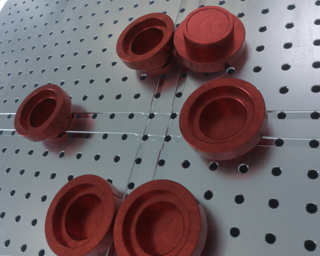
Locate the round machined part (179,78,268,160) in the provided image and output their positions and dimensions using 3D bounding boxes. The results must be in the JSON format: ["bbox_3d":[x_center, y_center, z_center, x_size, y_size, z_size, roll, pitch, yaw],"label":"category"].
[{"bbox_3d":[0.075,-0.007,0.363,0.098,0.042,0.098,-13,56,21],"label":"round machined part"}]

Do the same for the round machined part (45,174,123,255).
[{"bbox_3d":[-0.086,0.110,0.377,0.098,0.042,0.098,-13,56,21],"label":"round machined part"}]

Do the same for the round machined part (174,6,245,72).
[{"bbox_3d":[0.067,-0.129,0.428,0.098,0.042,0.098,-5,63,10],"label":"round machined part"}]

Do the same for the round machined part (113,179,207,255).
[{"bbox_3d":[0.003,0.108,0.330,0.098,0.042,0.098,-13,56,21],"label":"round machined part"}]

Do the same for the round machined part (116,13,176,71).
[{"bbox_3d":[-0.016,-0.129,0.486,0.098,0.042,0.098,-13,56,21],"label":"round machined part"}]

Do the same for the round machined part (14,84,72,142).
[{"bbox_3d":[-0.185,-0.021,0.509,0.098,0.042,0.098,-13,56,21],"label":"round machined part"}]
